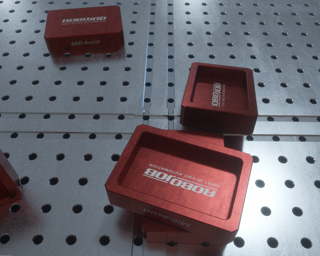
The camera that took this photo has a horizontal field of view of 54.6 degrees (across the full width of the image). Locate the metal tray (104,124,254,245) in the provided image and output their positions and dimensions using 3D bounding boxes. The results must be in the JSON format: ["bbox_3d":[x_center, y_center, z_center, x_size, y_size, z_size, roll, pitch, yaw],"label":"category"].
[{"bbox_3d":[0.022,0.052,0.320,0.130,0.030,0.090,16,52,12],"label":"metal tray"}]

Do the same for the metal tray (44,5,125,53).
[{"bbox_3d":[-0.133,-0.179,0.554,0.131,0.030,0.090,-7,50,-6],"label":"metal tray"}]

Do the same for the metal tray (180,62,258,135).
[{"bbox_3d":[0.081,-0.046,0.423,0.090,0.030,0.130,8,37,7],"label":"metal tray"}]

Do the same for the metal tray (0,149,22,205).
[{"bbox_3d":[-0.222,0.062,0.312,0.131,0.090,0.030,-21,53,-17],"label":"metal tray"}]

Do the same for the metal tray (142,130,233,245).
[{"bbox_3d":[0.030,0.061,0.353,0.090,0.030,0.130,2,50,2],"label":"metal tray"}]
